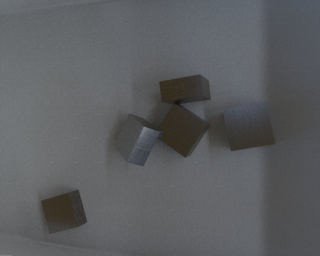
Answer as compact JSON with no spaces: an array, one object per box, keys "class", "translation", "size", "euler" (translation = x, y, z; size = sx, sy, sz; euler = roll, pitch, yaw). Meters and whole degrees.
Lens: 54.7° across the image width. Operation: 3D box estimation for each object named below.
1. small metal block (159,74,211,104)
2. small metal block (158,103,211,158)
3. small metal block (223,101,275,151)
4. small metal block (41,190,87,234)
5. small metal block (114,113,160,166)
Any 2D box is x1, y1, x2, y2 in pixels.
[{"class":"small metal block","translation":[0.033,-0.046,0.385],"size":[0.050,0.050,0.025],"euler":[-7,88,19]},{"class":"small metal block","translation":[0.029,0.003,0.400],"size":[0.050,0.025,0.050],"euler":[35,101,16]},{"class":"small metal block","translation":[0.107,-0.002,0.372],"size":[0.050,0.025,0.050],"euler":[-12,86,19]},{"class":"small metal block","translation":[-0.142,0.124,0.459],"size":[0.050,0.025,0.050],"euler":[-19,84,18]},{"class":"small metal block","translation":[-0.032,0.015,0.407],"size":[0.050,0.025,0.050],"euler":[39,105,55]}]
